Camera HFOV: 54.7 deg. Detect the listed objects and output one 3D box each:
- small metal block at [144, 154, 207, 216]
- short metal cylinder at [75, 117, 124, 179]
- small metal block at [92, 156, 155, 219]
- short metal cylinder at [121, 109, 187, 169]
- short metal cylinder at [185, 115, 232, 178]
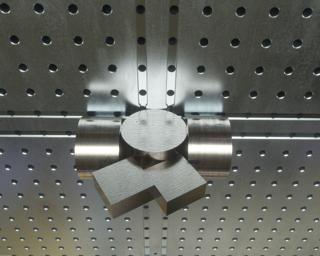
[{"bbox_3d":[0.016,0.062,0.347,0.050,0.050,0.025,-20,135,-24],"label":"small metal block"},{"bbox_3d":[-0.073,0.025,0.395,0.050,0.080,0.079,1,130,-1],"label":"short metal cylinder"},{"bbox_3d":[-0.040,0.064,0.343,0.050,0.050,0.025,-21,135,-24],"label":"small metal block"},{"bbox_3d":[-0.007,0.020,0.392,0.081,0.080,0.050,1,130,-1],"label":"short metal cylinder"},{"bbox_3d":[0.058,0.024,0.395,0.050,0.080,0.079,1,130,0],"label":"short metal cylinder"}]
